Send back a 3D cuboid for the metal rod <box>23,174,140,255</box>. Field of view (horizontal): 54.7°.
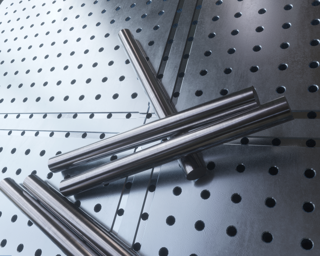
[{"bbox_3d":[-0.077,0.127,0.369,0.300,0.025,0.025,23,74,36],"label":"metal rod"}]

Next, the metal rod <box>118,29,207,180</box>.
[{"bbox_3d":[-0.010,-0.054,0.445,0.025,0.025,0.300,-32,52,7],"label":"metal rod"}]

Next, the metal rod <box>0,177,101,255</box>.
[{"bbox_3d":[-0.123,0.135,0.388,0.300,0.025,0.025,23,74,36],"label":"metal rod"}]

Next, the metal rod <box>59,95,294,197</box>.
[{"bbox_3d":[-0.002,0.031,0.360,0.300,0.025,0.025,-22,53,25],"label":"metal rod"}]

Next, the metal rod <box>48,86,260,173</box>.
[{"bbox_3d":[-0.027,0.011,0.388,0.300,0.025,0.025,-19,54,26],"label":"metal rod"}]
